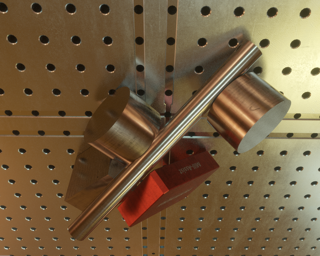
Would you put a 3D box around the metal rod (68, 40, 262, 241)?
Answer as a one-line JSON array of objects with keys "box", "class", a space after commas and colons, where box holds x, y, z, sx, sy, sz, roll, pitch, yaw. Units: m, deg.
[{"box": [0.000, 0.020, 0.358, 0.299, 0.025, 0.025, -47, 119, 7], "class": "metal rod"}]

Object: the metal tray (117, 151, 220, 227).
[{"box": [0.015, 0.080, 0.425, 0.131, 0.030, 0.090, -11, 148, -51], "class": "metal tray"}]

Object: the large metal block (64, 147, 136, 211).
[{"box": [-0.077, 0.064, 0.428, 0.080, 0.080, 0.050, -32, 123, 24], "class": "large metal block"}]

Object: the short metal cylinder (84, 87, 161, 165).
[{"box": [-0.045, -0.003, 0.372, 0.080, 0.080, 0.050, -36, 122, 26], "class": "short metal cylinder"}]

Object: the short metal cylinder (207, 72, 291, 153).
[{"box": [0.101, -0.017, 0.356, 0.080, 0.050, 0.080, -32, 152, -19], "class": "short metal cylinder"}]
